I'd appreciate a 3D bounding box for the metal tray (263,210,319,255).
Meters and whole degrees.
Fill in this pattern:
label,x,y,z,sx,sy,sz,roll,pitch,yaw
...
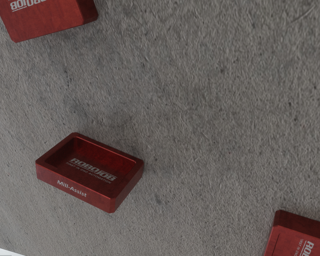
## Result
label,x,y,z,sx,sy,sz,roll,pitch,yaw
metal tray,0.187,0.177,0.414,0.090,0.030,0.129,14,124,20

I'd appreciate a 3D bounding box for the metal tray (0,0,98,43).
label,x,y,z,sx,sy,sz,roll,pitch,yaw
metal tray,-0.148,-0.163,0.381,0.130,0.030,0.090,-3,117,29

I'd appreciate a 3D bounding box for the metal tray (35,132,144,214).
label,x,y,z,sx,sy,sz,roll,pitch,yaw
metal tray,-0.101,0.060,0.455,0.130,0.090,0.030,21,126,15
